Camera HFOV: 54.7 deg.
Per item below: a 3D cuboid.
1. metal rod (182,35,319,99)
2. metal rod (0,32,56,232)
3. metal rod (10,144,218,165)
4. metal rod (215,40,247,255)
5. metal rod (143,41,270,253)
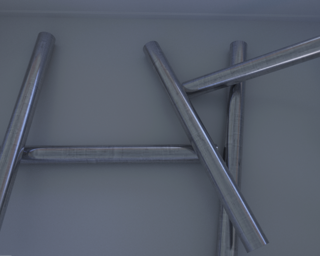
[{"bbox_3d":[0.169,-0.091,0.376,0.300,0.025,0.025,-16,69,22],"label":"metal rod"},{"bbox_3d":[-0.175,-0.002,0.385,0.025,0.025,0.299,3,61,1],"label":"metal rod"},{"bbox_3d":[-0.078,0.034,0.396,0.302,0.025,0.025,0,70,-1],"label":"metal rod"},{"bbox_3d":[0.095,0.018,0.404,0.025,0.025,0.299,7,70,2],"label":"metal rod"},{"bbox_3d":[0.044,0.003,0.385,0.025,0.025,0.299,-21,63,-8],"label":"metal rod"}]
